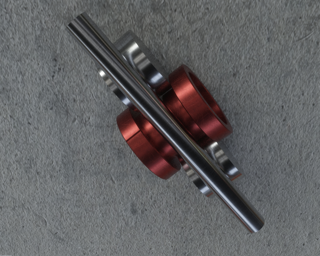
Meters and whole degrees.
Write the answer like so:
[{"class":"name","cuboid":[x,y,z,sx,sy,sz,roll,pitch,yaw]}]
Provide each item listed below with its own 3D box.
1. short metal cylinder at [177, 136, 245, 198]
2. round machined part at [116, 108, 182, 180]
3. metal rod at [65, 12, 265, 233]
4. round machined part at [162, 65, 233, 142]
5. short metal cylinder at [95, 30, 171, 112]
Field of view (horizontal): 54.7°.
[{"class":"short metal cylinder","cuboid":[0.064,0.043,0.398,0.050,0.080,0.080,-37,106,12]},{"class":"round machined part","cuboid":[-0.004,0.011,0.375,0.042,0.098,0.098,-39,106,9]},{"class":"metal rod","cuboid":[0.018,0.007,0.329,0.025,0.025,0.300,-38,106,12]},{"class":"round machined part","cuboid":[0.040,-0.023,0.364,0.042,0.098,0.098,-36,107,17]},{"class":"short metal cylinder","cuboid":[-0.028,-0.065,0.357,0.050,0.080,0.080,-37,106,12]}]
